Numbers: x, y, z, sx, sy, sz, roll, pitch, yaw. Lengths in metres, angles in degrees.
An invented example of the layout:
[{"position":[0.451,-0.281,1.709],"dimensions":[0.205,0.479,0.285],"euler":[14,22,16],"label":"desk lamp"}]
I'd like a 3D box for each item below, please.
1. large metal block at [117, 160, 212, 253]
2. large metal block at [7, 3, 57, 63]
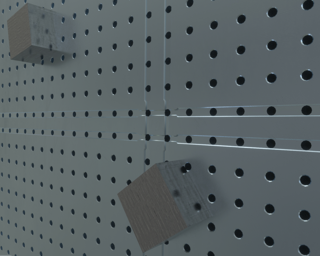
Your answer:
[{"position":[0.003,0.097,0.389],"dimensions":[0.080,0.050,0.080],"euler":[-42,65,32],"label":"large metal block"},{"position":[-0.245,-0.177,0.592],"dimensions":[0.080,0.050,0.080],"euler":[-14,81,39],"label":"large metal block"}]
